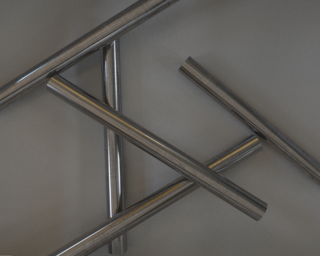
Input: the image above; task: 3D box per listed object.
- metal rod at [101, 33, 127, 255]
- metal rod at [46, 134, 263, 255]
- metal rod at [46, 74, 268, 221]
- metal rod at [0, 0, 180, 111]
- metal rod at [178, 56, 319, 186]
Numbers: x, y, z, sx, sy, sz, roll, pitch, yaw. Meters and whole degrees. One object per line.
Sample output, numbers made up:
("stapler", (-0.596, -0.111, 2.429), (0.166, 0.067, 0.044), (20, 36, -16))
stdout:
("metal rod", (-0.061, 0.014, 0.410), (0.025, 0.025, 0.298), (-2, 90, -1))
("metal rod", (-0.001, 0.092, 0.393), (0.301, 0.025, 0.025), (-29, 90, -8))
("metal rod", (-0.007, 0.022, 0.380), (0.301, 0.025, 0.025), (32, 90, 4))
("metal rod", (-0.100, -0.099, 0.389), (0.301, 0.025, 0.025), (-29, 90, 8))
("metal rod", (0.148, 0.009, 0.413), (0.300, 0.025, 0.025), (39, 90, -1))
